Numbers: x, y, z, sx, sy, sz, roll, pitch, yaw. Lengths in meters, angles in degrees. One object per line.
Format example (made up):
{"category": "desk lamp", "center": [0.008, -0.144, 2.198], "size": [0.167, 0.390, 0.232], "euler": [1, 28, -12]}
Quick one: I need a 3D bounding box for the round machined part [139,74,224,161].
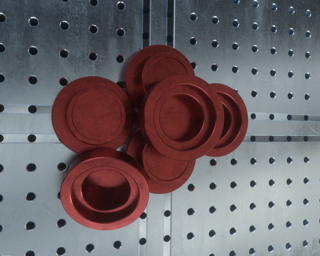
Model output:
{"category": "round machined part", "center": [0.022, -0.012, 0.366], "size": [0.099, 0.042, 0.097], "euler": [0, 90, -20]}

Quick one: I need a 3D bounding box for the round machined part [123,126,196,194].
{"category": "round machined part", "center": [0.003, 0.038, 0.404], "size": [0.099, 0.042, 0.097], "euler": [0, 90, -20]}

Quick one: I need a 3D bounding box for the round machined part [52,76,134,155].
{"category": "round machined part", "center": [-0.079, -0.014, 0.374], "size": [0.099, 0.042, 0.097], "euler": [0, 90, -20]}

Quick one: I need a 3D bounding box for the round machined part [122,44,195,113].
{"category": "round machined part", "center": [0.003, -0.060, 0.404], "size": [0.099, 0.042, 0.097], "euler": [0, 90, -20]}

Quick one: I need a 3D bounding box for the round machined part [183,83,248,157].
{"category": "round machined part", "center": [0.068, -0.011, 0.428], "size": [0.099, 0.042, 0.097], "euler": [0, 90, -20]}

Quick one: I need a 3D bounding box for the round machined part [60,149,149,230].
{"category": "round machined part", "center": [-0.063, 0.068, 0.366], "size": [0.099, 0.042, 0.097], "euler": [-2, 112, -4]}
